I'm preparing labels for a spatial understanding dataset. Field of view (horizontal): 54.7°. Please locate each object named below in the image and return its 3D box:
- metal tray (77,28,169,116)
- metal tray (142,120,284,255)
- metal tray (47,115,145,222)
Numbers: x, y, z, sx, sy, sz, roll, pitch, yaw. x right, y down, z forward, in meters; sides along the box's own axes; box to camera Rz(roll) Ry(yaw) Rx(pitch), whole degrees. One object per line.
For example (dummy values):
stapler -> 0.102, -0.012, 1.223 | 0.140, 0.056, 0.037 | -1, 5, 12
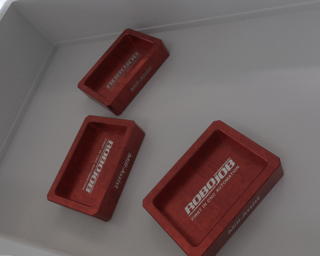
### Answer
metal tray -> -0.059, -0.092, 0.489 | 0.090, 0.030, 0.130 | 32, 79, 38
metal tray -> 0.055, 0.064, 0.333 | 0.130, 0.030, 0.090 | -47, 51, -5
metal tray -> -0.085, 0.049, 0.417 | 0.090, 0.030, 0.130 | 8, 65, 31
